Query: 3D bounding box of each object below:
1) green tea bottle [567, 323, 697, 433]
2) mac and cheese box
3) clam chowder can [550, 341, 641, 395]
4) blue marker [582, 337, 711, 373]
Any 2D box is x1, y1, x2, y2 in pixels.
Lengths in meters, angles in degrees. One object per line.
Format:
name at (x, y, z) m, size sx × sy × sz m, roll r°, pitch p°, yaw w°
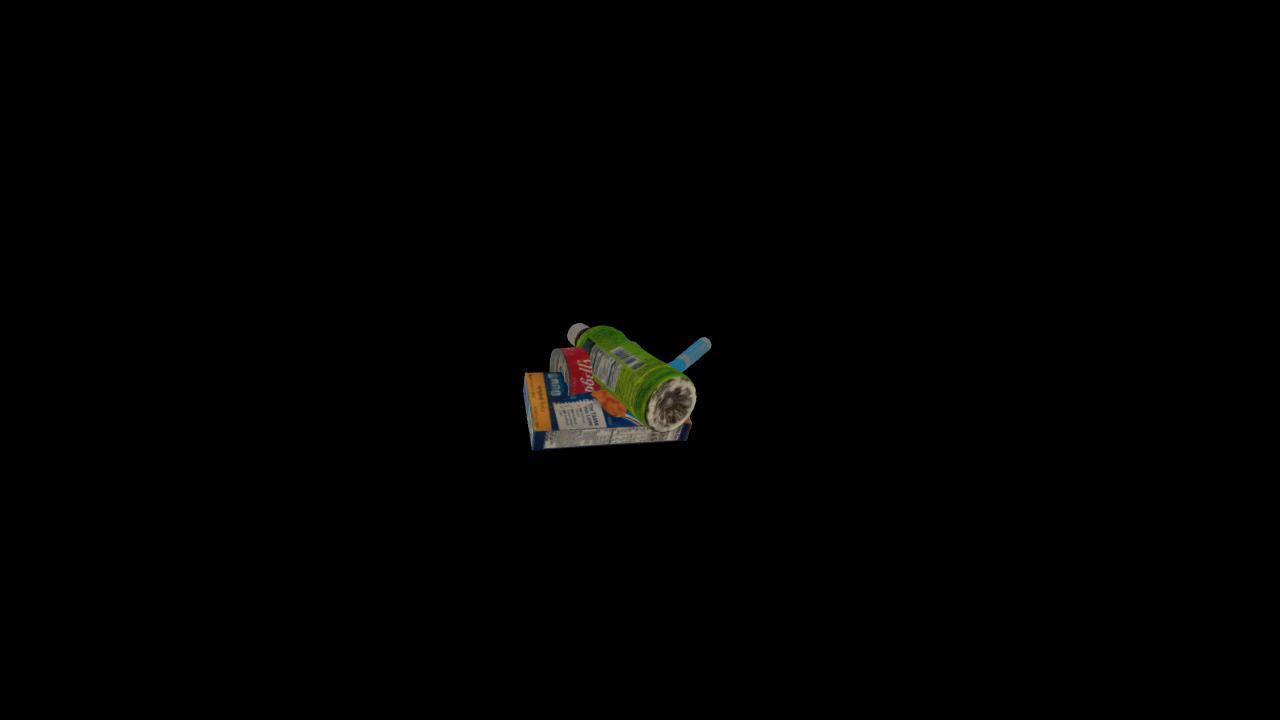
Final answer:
green tea bottle at (-0.023, 0.006, 0.714) m, size 0.073 × 0.073 × 0.212 m, roll 0°, pitch 25°, yaw -37°
mac and cheese box at (-0.040, 0.056, 0.724) m, size 0.184 × 0.041 × 0.093 m, roll -2°, pitch 43°, yaw -17°
clam chowder can at (-0.050, 0.014, 0.742) m, size 0.102 × 0.068 × 0.068 m, roll -7°, pitch 3°, yaw -26°
blue marker at (0.056, -0.003, 0.704) m, size 0.020 × 0.020 × 0.121 m, roll 0°, pitch 16°, yaw 24°
